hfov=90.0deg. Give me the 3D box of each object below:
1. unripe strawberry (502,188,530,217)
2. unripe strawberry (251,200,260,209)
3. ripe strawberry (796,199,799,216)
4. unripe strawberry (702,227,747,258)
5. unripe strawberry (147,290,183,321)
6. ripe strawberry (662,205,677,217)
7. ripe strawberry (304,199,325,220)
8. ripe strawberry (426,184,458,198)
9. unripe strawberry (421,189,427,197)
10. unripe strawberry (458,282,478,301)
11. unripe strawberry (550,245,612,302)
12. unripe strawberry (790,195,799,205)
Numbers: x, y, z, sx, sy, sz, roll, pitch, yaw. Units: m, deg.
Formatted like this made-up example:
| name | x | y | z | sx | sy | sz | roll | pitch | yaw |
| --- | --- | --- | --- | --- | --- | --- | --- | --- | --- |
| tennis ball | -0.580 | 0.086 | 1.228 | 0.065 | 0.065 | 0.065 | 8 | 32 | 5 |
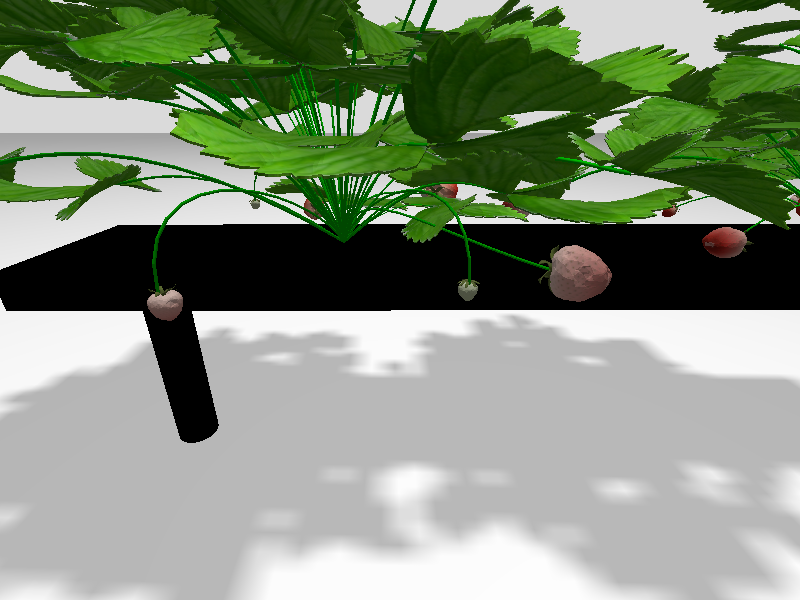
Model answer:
| name | x | y | z | sx | sy | sz | roll | pitch | yaw |
| --- | --- | --- | --- | --- | --- | --- | --- | --- | --- |
| unripe strawberry | 0.129 | -0.106 | 0.440 | 0.030 | 0.032 | 0.028 | -3 | 22 | 22 |
| unripe strawberry | -0.163 | -0.108 | 0.453 | 0.010 | 0.010 | 0.011 | 21 | 32 | 39 |
| ripe strawberry | 0.453 | -0.104 | 0.434 | 0.036 | 0.031 | 0.036 | 14 | 27 | 28 |
| unripe strawberry | 0.251 | -0.044 | 0.312 | 0.025 | 0.024 | 0.027 | -10 | 26 | -15 |
| unripe strawberry | -0.127 | 0.003 | 0.217 | 0.015 | 0.016 | 0.017 | 12 | 27 | 24 |
| ripe strawberry | 0.302 | -0.099 | 0.449 | 0.015 | 0.013 | 0.015 | -22 | -11 | -40 |
| ripe strawberry | -0.096 | -0.102 | 0.444 | 0.024 | 0.025 | 0.026 | -11 | 26 | -23 |
| ripe strawberry | 0.055 | -0.137 | 0.502 | 0.041 | 0.043 | 0.044 | 15 | 28 | 29 |
| unripe strawberry | 0.032 | -0.139 | 0.519 | 0.011 | 0.012 | 0.013 | 11 | 26 | 22 |
| unripe strawberry | 0.038 | -0.005 | 0.224 | 0.011 | 0.011 | 0.011 | -14 | 28 | -28 |
| unripe strawberry | 0.105 | -0.014 | 0.235 | 0.033 | 0.034 | 0.030 | 20 | 31 | 35 |
| unripe strawberry | 0.493 | -0.121 | 0.498 | 0.016 | 0.016 | 0.017 | 14 | -29 | 28 |
